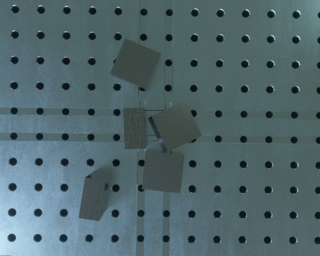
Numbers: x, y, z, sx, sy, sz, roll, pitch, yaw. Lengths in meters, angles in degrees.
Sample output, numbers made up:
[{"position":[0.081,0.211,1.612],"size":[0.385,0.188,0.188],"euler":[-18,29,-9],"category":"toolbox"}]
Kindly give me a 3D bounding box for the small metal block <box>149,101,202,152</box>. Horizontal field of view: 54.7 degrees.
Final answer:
[{"position":[0.019,-0.001,0.408],"size":[0.050,0.025,0.050],"euler":[-25,90,-13],"category":"small metal block"}]

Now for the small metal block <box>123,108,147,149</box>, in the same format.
[{"position":[-0.031,0.000,0.401],"size":[0.025,0.050,0.050],"euler":[-2,90,0],"category":"small metal block"}]

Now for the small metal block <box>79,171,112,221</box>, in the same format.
[{"position":[-0.082,0.086,0.400],"size":[0.025,0.050,0.050],"euler":[9,90,0],"category":"small metal block"}]

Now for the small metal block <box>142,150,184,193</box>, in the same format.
[{"position":[0.004,0.057,0.414],"size":[0.050,0.025,0.050],"euler":[6,90,-1],"category":"small metal block"}]

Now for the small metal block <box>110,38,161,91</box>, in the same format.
[{"position":[-0.032,-0.084,0.413],"size":[0.050,0.025,0.050],"euler":[23,90,-1],"category":"small metal block"}]
